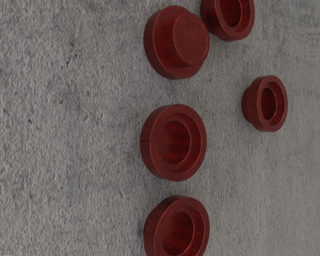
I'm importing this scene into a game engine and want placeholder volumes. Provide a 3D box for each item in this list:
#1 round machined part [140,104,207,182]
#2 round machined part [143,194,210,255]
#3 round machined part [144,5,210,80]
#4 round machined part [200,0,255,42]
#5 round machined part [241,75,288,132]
[{"bbox_3d":[0.013,0.018,0.404,0.099,0.042,0.097,0,90,-40],"label":"round machined part"},{"bbox_3d":[0.017,0.137,0.408,0.099,0.042,0.097,0,90,-40],"label":"round machined part"},{"bbox_3d":[0.030,-0.116,0.418,0.099,0.042,0.097,0,90,-40],"label":"round machined part"},{"bbox_3d":[0.100,-0.181,0.477,0.099,0.042,0.097,0,90,-40],"label":"round machined part"},{"bbox_3d":[0.181,-0.042,0.545,0.099,0.042,0.097,0,90,-40],"label":"round machined part"}]
